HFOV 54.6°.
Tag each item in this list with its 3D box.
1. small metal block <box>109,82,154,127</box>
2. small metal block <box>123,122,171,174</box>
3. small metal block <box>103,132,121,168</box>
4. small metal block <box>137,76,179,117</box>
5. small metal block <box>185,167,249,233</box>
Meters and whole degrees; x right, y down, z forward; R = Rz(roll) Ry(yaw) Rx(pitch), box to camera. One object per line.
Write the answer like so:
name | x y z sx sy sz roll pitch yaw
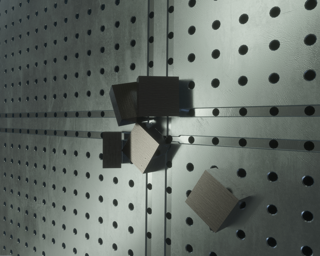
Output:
small metal block | -0.037 -0.034 0.420 0.025 0.050 0.050 129 126 -63
small metal block | -0.020 0.026 0.427 0.050 0.025 0.050 43 116 31
small metal block | -0.068 0.030 0.449 0.050 0.025 0.050 -176 86 -84
small metal block | -0.003 -0.039 0.394 0.025 0.050 0.050 177 92 -79
small metal block | 0.065 0.082 0.357 0.050 0.025 0.050 42 115 32
